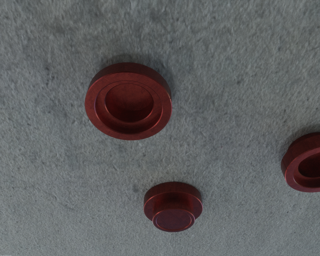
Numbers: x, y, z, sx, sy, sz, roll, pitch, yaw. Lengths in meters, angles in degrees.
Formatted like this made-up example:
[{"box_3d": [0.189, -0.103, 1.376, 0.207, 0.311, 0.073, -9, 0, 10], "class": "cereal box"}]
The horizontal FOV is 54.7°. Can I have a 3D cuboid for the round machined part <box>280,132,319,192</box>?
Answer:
[{"box_3d": [0.221, 0.044, 0.437, 0.099, 0.042, 0.097, -1, 130, 0], "class": "round machined part"}]

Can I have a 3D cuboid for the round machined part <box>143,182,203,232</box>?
[{"box_3d": [0.022, 0.136, 0.513, 0.099, 0.042, 0.097, -1, 130, 0], "class": "round machined part"}]

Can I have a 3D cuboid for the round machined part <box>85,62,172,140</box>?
[{"box_3d": [-0.035, -0.035, 0.366, 0.099, 0.042, 0.097, -1, 130, 0], "class": "round machined part"}]
